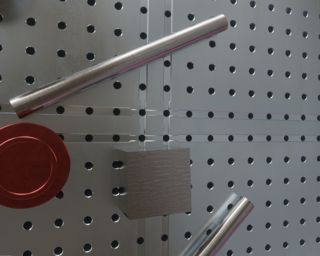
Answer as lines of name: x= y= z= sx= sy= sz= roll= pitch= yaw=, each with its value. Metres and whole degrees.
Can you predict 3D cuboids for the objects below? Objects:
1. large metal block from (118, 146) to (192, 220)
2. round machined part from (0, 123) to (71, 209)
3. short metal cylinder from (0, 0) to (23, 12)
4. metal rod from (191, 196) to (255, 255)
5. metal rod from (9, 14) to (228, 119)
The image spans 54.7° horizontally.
large metal block: x=-0.008 y=0.066 z=0.398 sx=0.081 sy=0.050 sz=0.079 roll=-2 pitch=91 yaw=-20
round machined part: x=-0.152 y=0.043 z=0.348 sx=0.099 sy=0.042 sz=0.097 roll=0 pitch=90 yaw=-21
short metal cylinder: x=-0.185 y=-0.172 z=0.331 sx=0.081 sy=0.050 sz=0.079 roll=0 pitch=90 yaw=-20
metal rod: x=0.028 y=0.213 z=0.424 sx=0.301 sy=0.025 sz=0.025 roll=-45 pitch=105 yaw=-15
metal rod: x=-0.038 y=-0.087 z=0.399 sx=0.302 sy=0.025 sz=0.025 roll=-27 pitch=99 yaw=-18
